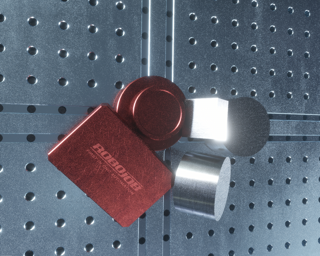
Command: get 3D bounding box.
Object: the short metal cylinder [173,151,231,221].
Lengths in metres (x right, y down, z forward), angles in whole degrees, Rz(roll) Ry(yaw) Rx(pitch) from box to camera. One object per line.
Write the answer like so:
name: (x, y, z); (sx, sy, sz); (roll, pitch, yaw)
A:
short metal cylinder: (0.056, 0.072, 0.394); (0.050, 0.080, 0.080); (8, 87, 23)

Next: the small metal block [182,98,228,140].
small metal block: (0.057, -0.011, 0.397); (0.025, 0.050, 0.050); (8, 86, -48)

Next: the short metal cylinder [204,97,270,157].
short metal cylinder: (0.105, -0.002, 0.434); (0.081, 0.050, 0.079); (0, 90, -20)

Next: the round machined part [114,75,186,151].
round machined part: (-0.007, -0.019, 0.397); (0.099, 0.042, 0.097); (0, 90, -20)

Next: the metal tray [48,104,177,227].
metal tray: (-0.054, 0.045, 0.374); (0.090, 0.030, 0.130); (-43, 105, 1)
